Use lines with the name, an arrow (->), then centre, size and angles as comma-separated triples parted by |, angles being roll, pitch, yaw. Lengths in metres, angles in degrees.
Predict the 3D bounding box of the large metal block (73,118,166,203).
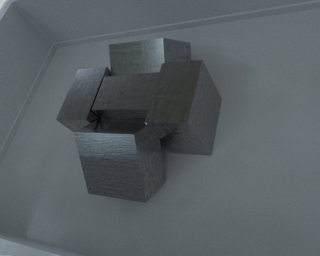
large metal block -> -0.045, 0.034, 0.363 | 0.080, 0.079, 0.050 | 1, 21, 27

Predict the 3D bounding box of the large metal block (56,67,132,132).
large metal block -> -0.084, -0.027, 0.430 | 0.050, 0.080, 0.080 | 1, 62, 29

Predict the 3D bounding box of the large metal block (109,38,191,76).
large metal block -> -0.010, -0.089, 0.422 | 0.080, 0.080, 0.050 | 2, 100, 29

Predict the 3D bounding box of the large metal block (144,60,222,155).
large metal block -> 0.032, -0.022, 0.366 | 0.050, 0.080, 0.080 | 1, 62, 29

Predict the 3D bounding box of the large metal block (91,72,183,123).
large metal block -> -0.025, -0.025, 0.397 | 0.080, 0.080, 0.050 | 1, 62, 28
